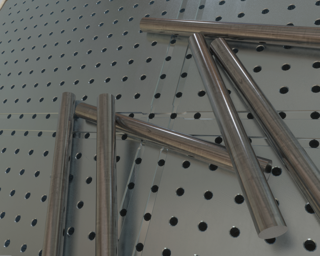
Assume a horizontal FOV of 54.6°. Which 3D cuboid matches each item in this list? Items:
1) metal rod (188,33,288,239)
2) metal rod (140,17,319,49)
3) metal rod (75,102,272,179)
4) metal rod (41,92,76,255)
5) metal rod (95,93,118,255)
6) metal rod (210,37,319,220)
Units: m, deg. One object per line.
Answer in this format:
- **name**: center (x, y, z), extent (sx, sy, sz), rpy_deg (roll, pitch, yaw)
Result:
- **metal rod**: center (0.074, -0.021, 0.359), extent (0.025, 0.025, 0.300), rpy_deg (-24, 46, 14)
- **metal rod**: center (0.091, -0.140, 0.446), extent (0.300, 0.025, 0.025), rpy_deg (17, 71, 35)
- **metal rod**: center (-0.006, 0.008, 0.407), extent (0.300, 0.025, 0.025), rpy_deg (17, 71, 35)
- **metal rod**: center (-0.142, 0.071, 0.440), extent (0.025, 0.025, 0.300), rpy_deg (-18, 54, 18)
- **metal rod**: center (-0.064, 0.090, 0.369), extent (0.025, 0.025, 0.299), rpy_deg (-16, 61, 19)
- **metal rod**: center (0.124, -0.006, 0.346), extent (0.025, 0.025, 0.300), rpy_deg (-29, 52, 10)
